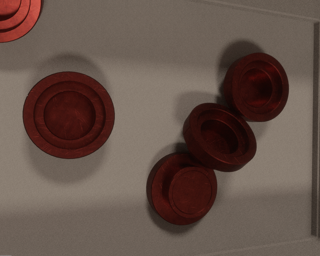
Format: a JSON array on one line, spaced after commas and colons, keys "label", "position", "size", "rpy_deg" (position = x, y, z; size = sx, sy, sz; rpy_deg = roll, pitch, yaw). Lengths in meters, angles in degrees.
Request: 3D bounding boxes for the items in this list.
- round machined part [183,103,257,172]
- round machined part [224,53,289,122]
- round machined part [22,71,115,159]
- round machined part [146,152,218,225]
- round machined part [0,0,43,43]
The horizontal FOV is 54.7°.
[{"label": "round machined part", "position": [0.075, 0.017, 0.414], "size": [0.099, 0.042, 0.098], "rpy_deg": [14, 49, -16]}, {"label": "round machined part", "position": [0.135, -0.057, 0.453], "size": [0.099, 0.042, 0.097], "rpy_deg": [0, 90, -21]}, {"label": "round machined part", "position": [-0.106, -0.014, 0.363], "size": [0.099, 0.042, 0.097], "rpy_deg": [0, 90, -21]}, {"label": "round machined part", "position": [0.035, 0.082, 0.416], "size": [0.099, 0.042, 0.097], "rpy_deg": [0, 90, -20]}, {"label": "round machined part", "position": [-0.174, -0.143, 0.323], "size": [0.099, 0.042, 0.097], "rpy_deg": [-6, 121, -11]}]
